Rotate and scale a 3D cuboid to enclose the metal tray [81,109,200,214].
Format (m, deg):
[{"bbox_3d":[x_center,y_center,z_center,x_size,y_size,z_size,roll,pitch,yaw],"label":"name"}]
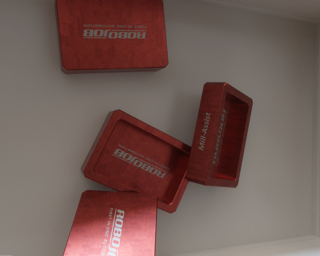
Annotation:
[{"bbox_3d":[-0.022,0.044,0.400,0.131,0.030,0.090,28,81,-18],"label":"metal tray"}]

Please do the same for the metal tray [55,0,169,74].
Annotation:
[{"bbox_3d":[-0.058,-0.116,0.387,0.131,0.030,0.089,-6,92,-20],"label":"metal tray"}]

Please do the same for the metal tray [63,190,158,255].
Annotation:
[{"bbox_3d":[-0.050,0.127,0.329,0.091,0.130,0.030,4,126,-1],"label":"metal tray"}]

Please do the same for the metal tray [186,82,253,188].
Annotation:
[{"bbox_3d":[0.083,0.012,0.417,0.090,0.030,0.129,17,83,-50],"label":"metal tray"}]
